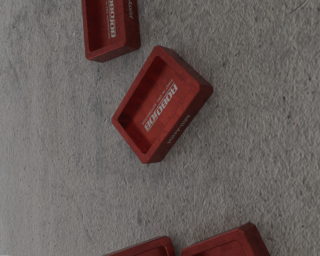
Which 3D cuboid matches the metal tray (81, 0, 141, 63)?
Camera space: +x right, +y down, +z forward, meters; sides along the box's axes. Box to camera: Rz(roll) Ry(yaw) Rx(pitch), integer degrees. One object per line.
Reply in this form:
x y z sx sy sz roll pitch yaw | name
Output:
-0.076 -0.173 0.464 0.090 0.030 0.129 -8 85 39 | metal tray

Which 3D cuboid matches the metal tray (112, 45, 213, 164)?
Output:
-0.003 -0.028 0.403 0.090 0.030 0.129 50 119 28 | metal tray

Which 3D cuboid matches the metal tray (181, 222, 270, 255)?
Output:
0.086 0.179 0.330 0.090 0.030 0.130 -36 68 34 | metal tray

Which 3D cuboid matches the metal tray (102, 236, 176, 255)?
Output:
-0.015 0.208 0.372 0.030 0.091 0.129 133 123 -64 | metal tray
